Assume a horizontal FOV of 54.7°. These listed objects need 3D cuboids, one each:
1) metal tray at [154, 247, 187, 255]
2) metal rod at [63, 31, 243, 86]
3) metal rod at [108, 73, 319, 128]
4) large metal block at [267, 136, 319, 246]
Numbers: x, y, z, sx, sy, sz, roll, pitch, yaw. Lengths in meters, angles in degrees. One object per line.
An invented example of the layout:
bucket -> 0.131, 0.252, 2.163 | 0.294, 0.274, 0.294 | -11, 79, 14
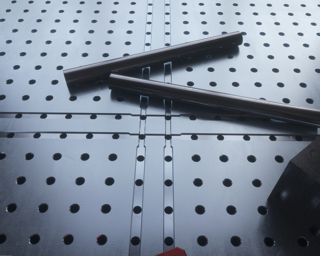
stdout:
metal tray -> -0.024, 0.169, 0.261 | 0.131, 0.030, 0.090 | -16, 52, -14
metal rod -> -0.003, -0.116, 0.504 | 0.302, 0.025, 0.025 | -16, 52, -14
metal rod -> 0.073, -0.041, 0.442 | 0.301, 0.025, 0.025 | 11, 51, 9
large metal block -> 0.169, 0.069, 0.317 | 0.050, 0.080, 0.080 | -31, 57, -24
